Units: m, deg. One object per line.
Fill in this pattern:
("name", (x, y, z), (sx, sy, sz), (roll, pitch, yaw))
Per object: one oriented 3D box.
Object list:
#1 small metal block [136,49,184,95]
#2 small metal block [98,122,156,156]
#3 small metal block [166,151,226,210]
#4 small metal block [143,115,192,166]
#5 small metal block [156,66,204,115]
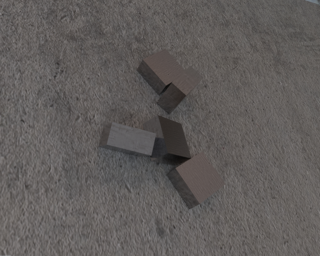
("small metal block", (0.003, -0.083, 0.456), (0.050, 0.025, 0.050), (49, 51, 6))
("small metal block", (-0.039, 0.014, 0.354), (0.050, 0.050, 0.025), (16, 78, -19))
("small metal block", (0.045, 0.065, 0.388), (0.050, 0.025, 0.050), (-26, 76, -37))
("small metal block", (0.009, 0.017, 0.386), (0.050, 0.025, 0.050), (18, 50, -50))
("small metal block", (0.028, -0.053, 0.434), (0.025, 0.050, 0.050), (43, 51, 1))
